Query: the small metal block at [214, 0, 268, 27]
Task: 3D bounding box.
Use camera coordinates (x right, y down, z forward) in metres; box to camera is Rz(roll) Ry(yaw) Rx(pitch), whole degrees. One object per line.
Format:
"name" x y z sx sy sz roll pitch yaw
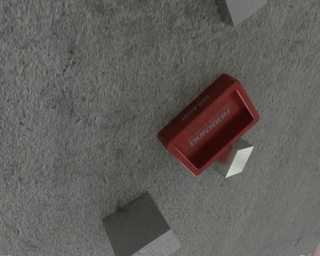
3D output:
"small metal block" 0.092 -0.156 0.360 0.050 0.025 0.050 -37 129 -4

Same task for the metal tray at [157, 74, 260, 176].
"metal tray" 0.072 -0.002 0.441 0.130 0.030 0.090 -43 129 1

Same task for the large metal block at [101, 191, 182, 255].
"large metal block" -0.028 0.153 0.451 0.080 0.080 0.050 -32 129 -8

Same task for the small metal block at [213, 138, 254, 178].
"small metal block" 0.117 0.047 0.490 0.050 0.025 0.050 -7 124 -46
